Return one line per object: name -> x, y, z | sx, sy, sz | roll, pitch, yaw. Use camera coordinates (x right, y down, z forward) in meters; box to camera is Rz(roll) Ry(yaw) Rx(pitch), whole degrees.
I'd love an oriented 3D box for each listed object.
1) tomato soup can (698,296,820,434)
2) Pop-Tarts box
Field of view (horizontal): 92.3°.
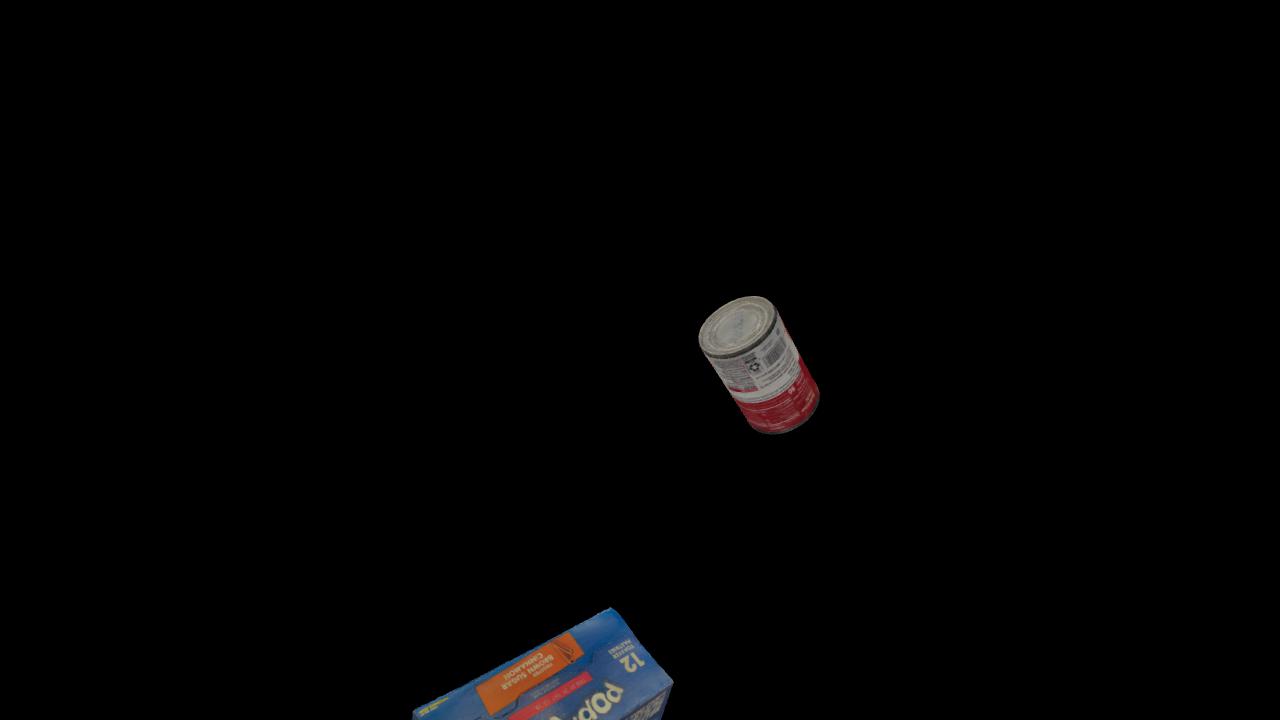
tomato soup can -> 0.098, 0.005, 0.506 | 0.068, 0.068, 0.101 | 0, -41, 42
Pop-Tarts box -> -0.074, 0.288, 0.446 | 0.167, 0.141, 0.083 | -11, 34, -42
